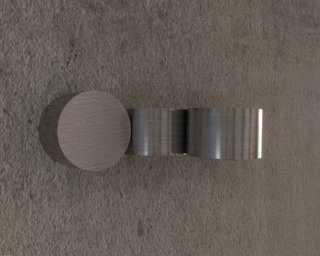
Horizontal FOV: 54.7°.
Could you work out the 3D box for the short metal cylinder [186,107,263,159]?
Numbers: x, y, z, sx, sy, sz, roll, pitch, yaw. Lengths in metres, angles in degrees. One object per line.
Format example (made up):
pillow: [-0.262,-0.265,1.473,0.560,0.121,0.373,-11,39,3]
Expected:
short metal cylinder: [0.069,0.005,0.338,0.081,0.080,0.050,1,91,-40]

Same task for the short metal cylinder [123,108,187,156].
short metal cylinder: [-0.006,0.004,0.365,0.081,0.080,0.050,0,90,-40]

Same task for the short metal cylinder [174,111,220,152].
short metal cylinder: [0.055,0.005,0.417,0.081,0.080,0.050,0,89,-40]

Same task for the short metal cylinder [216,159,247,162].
short metal cylinder: [0.108,0.010,0.479,0.081,0.050,0.080,-1,91,-40]

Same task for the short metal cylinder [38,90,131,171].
short metal cylinder: [-0.078,0.002,0.324,0.081,0.050,0.080,0,91,-40]
